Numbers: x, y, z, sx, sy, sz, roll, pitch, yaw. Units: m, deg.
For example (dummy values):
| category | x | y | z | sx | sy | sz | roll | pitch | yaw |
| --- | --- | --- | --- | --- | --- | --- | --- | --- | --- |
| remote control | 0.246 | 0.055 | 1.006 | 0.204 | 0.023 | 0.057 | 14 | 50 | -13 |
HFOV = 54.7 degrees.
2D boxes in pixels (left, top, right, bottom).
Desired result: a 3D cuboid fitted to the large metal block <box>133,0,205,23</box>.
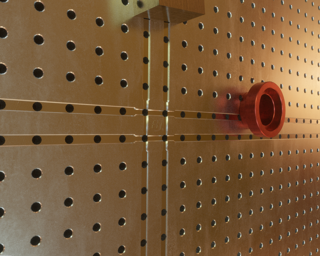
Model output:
| category | x | y | z | sx | sy | sz | roll | pitch | yaw |
| --- | --- | --- | --- | --- | --- | --- | --- | --- | --- |
| large metal block | 0.011 | -0.187 | 0.403 | 0.081 | 0.050 | 0.079 | -7 | 95 | -40 |

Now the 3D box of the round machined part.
| category | x | y | z | sx | sy | sz | roll | pitch | yaw |
| --- | --- | --- | --- | --- | --- | --- | --- | --- | --- |
| round machined part | 0.179 | -0.032 | 0.552 | 0.099 | 0.042 | 0.097 | 0 | 90 | -40 |
